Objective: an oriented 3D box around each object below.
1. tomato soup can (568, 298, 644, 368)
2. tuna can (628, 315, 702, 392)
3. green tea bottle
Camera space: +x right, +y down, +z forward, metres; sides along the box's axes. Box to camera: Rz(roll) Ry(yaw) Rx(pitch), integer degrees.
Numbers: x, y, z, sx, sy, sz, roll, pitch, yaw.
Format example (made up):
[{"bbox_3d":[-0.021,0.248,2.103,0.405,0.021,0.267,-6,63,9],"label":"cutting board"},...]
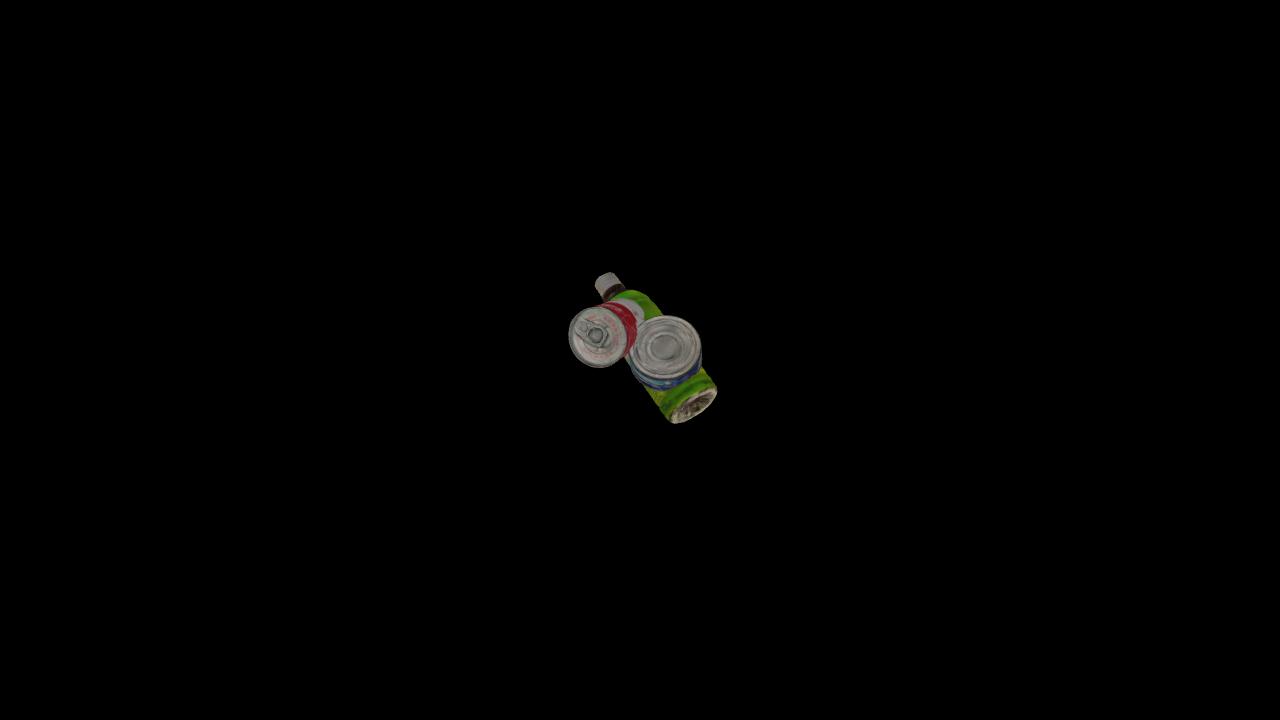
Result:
[{"bbox_3d":[-0.032,-0.034,0.707,0.068,0.068,0.101,0,11,17],"label":"tomato soup can"},{"bbox_3d":[0.029,-0.008,0.695,0.084,0.084,0.034,0,-26,5],"label":"tuna can"},{"bbox_3d":[0.008,-0.024,0.748,0.073,0.212,0.073,-29,-23,-14],"label":"green tea bottle"}]
